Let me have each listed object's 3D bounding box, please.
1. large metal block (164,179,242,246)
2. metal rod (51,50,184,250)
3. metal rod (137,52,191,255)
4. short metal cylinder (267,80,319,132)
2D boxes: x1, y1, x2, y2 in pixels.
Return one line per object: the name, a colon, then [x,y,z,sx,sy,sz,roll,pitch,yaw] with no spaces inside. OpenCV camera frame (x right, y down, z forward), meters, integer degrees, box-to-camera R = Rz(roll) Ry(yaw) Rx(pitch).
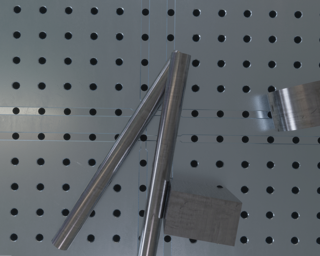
large metal block: [0.048,0.101,0.386,0.080,0.080,0.050,10,90,0]
metal rod: [-0.052,0.029,0.412,0.025,0.025,0.299,33,90,0]
metal rod: [0.002,0.054,0.400,0.025,0.025,0.298,10,95,0]
short metal cylinder: [0.181,-0.028,0.388,0.080,0.080,0.050,-13,90,0]
